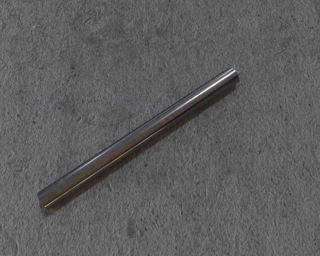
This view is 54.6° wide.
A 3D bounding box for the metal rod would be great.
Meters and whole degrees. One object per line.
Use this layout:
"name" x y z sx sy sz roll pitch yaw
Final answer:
"metal rod" -0.019 0.007 0.407 0.301 0.025 0.025 -34 74 -12
